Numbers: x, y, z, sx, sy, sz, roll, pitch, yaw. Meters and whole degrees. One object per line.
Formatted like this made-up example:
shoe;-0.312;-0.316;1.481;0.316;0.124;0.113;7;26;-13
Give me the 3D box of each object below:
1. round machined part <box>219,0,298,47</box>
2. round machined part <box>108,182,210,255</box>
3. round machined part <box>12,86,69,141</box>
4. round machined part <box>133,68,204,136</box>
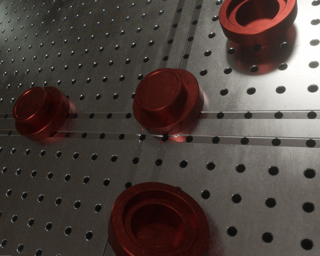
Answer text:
round machined part;0.133;-0.149;0.419;0.098;0.042;0.098;-13;56;20
round machined part;-0.003;0.105;0.312;0.099;0.042;0.098;12;36;-8
round machined part;-0.207;-0.031;0.522;0.098;0.042;0.098;-13;56;20
round machined part;0.006;-0.042;0.419;0.098;0.042;0.098;-13;56;20
